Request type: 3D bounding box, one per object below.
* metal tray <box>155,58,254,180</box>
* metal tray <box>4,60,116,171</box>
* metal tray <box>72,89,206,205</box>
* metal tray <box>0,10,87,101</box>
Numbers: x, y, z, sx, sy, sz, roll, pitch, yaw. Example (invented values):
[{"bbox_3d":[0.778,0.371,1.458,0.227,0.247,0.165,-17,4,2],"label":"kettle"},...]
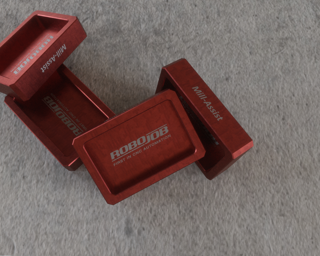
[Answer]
[{"bbox_3d":[0.044,-0.008,0.375,0.030,0.090,0.130,-30,73,-21],"label":"metal tray"},{"bbox_3d":[-0.127,-0.019,0.410,0.090,0.030,0.130,-43,76,-14],"label":"metal tray"},{"bbox_3d":[-0.023,0.021,0.368,0.131,0.030,0.090,-28,100,-2],"label":"metal tray"},{"bbox_3d":[-0.173,-0.102,0.417,0.090,0.030,0.130,19,63,29],"label":"metal tray"}]
